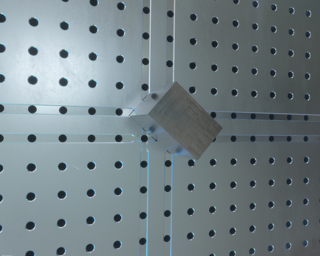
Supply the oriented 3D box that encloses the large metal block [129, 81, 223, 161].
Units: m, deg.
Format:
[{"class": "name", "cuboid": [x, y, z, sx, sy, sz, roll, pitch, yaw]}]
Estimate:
[{"class": "large metal block", "cuboid": [0.017, -0.008, 0.389, 0.080, 0.080, 0.050, 43, 77, -15]}]
